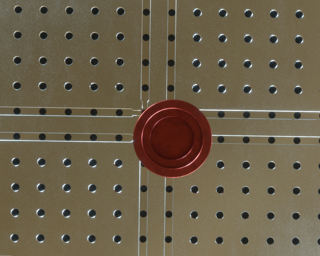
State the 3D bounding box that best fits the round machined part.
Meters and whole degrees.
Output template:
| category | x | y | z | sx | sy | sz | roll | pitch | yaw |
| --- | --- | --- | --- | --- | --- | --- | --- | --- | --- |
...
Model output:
| category | x | y | z | sx | sy | sz | roll | pitch | yaw |
| --- | --- | --- | --- | --- | --- | --- | --- | --- | --- |
| round machined part | 0.016 | 0.013 | 0.405 | 0.099 | 0.042 | 0.097 | 0 | 90 | 0 |
